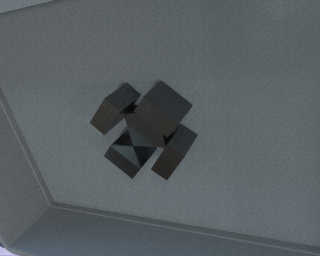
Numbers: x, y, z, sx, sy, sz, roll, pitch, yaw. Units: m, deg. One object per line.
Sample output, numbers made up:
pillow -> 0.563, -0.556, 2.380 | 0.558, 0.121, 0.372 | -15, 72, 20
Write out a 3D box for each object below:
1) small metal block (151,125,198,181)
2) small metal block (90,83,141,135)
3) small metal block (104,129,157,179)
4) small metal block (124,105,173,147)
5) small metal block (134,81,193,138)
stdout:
small metal block -> 0.019, 0.031, 0.399 | 0.025, 0.050, 0.050 | 34, 128, 4
small metal block -> -0.058, -0.025, 0.405 | 0.025, 0.050, 0.050 | 41, 130, 1
small metal block -> -0.041, 0.034, 0.433 | 0.050, 0.050, 0.025 | 39, 130, 2
small metal block -> -0.015, -0.003, 0.412 | 0.050, 0.025, 0.050 | 1, 119, 28
small metal block -> 0.005, -0.024, 0.372 | 0.050, 0.050, 0.025 | 38, 128, 1
